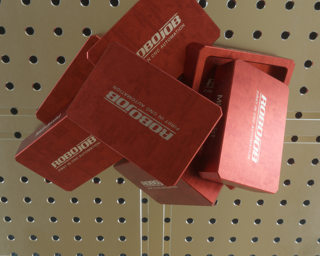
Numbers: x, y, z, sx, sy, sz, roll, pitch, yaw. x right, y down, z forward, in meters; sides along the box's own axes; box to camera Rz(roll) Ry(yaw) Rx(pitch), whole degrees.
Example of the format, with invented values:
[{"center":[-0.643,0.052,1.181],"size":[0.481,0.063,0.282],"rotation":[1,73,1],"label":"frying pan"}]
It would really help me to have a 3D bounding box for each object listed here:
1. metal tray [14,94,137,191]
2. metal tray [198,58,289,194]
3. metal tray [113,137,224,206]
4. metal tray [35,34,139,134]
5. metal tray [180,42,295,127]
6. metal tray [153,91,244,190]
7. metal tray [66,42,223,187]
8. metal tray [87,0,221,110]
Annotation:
[{"center":[-0.105,0.023,0.394],"size":[0.130,0.030,0.090],"rotation":[-33,123,23],"label":"metal tray"},{"center":[0.096,0.000,0.344],"size":[0.091,0.030,0.130],"rotation":[19,74,-29],"label":"metal tray"},{"center":[0.005,0.058,0.385],"size":[0.090,0.130,0.030],"rotation":[41,63,-15],"label":"metal tray"},{"center":[-0.083,-0.041,0.394],"size":[0.090,0.030,0.130],"rotation":[37,106,-13],"label":"metal tray"},{"center":[0.090,-0.047,0.370],"size":[0.131,0.030,0.089],"rotation":[2,111,-22],"label":"metal tray"},{"center":[0.050,0.007,0.382],"size":[0.130,0.090,0.030],"rotation":[43,105,-13],"label":"metal tray"},{"center":[-0.016,-0.014,0.311],"size":[0.130,0.030,0.090],"rotation":[34,93,9],"label":"metal tray"},{"center":[-0.007,-0.096,0.355],"size":[0.130,0.030,0.090],"rotation":[-45,107,0],"label":"metal tray"}]
